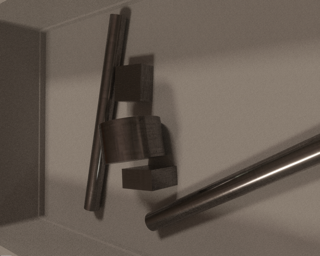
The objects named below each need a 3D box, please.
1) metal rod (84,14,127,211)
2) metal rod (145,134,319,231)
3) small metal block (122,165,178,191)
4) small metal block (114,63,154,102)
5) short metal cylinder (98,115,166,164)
[{"bbox_3d":[-0.084,-0.018,0.473,0.025,0.025,0.298,15,100,38],"label":"metal rod"},{"bbox_3d":[0.092,0.056,0.329,0.299,0.025,0.025,-34,69,34],"label":"metal rod"},{"bbox_3d":[-0.013,0.063,0.399,0.050,0.050,0.025,-4,88,39],"label":"small metal block"},{"bbox_3d":[-0.037,-0.062,0.435,0.050,0.025,0.050,3,92,39],"label":"small metal block"},{"bbox_3d":[-0.036,0.017,0.399,0.080,0.081,0.050,-14,81,39],"label":"short metal cylinder"}]
